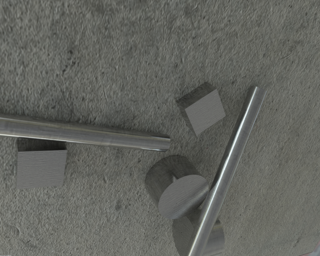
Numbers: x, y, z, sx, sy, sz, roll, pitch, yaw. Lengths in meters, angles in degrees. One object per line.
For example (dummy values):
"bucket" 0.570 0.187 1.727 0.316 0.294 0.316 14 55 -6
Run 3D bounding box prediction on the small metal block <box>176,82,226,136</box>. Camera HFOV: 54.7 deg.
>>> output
"small metal block" 0.056 -0.026 0.421 0.050 0.025 0.050 -33 129 -7

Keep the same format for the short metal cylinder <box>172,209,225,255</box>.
"short metal cylinder" 0.062 0.178 0.516 0.050 0.080 0.079 -4 120 -27

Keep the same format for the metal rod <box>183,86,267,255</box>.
"metal rod" 0.090 0.082 0.454 0.025 0.025 0.299 21 91 -36

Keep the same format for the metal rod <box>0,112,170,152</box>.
"metal rod" -0.120 0.002 0.342 0.302 0.025 0.025 8 114 -32

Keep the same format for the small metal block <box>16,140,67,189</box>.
"small metal block" -0.138 0.041 0.357 0.050 0.025 0.050 0 119 -29

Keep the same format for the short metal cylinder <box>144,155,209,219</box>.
"short metal cylinder" 0.024 0.087 0.457 0.081 0.050 0.079 -14 124 -21
